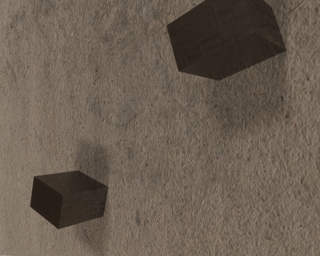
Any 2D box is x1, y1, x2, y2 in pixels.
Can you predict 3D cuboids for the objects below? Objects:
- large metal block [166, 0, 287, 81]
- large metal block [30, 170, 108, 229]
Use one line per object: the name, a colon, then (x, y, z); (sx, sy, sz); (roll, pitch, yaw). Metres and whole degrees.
large metal block: (0.068, -0.091, 0.312); (0.080, 0.081, 0.050); (-22, 77, 37)
large metal block: (-0.141, 0.107, 0.483); (0.080, 0.081, 0.050); (18, 101, 38)
